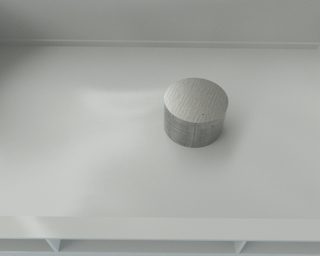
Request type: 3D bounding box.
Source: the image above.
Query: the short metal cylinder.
[{"bbox_3d":[0.045,-0.021,0.407,0.081,0.050,0.080,0,50,0],"label":"short metal cylinder"}]
